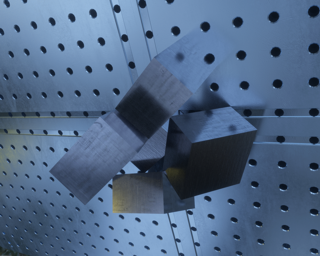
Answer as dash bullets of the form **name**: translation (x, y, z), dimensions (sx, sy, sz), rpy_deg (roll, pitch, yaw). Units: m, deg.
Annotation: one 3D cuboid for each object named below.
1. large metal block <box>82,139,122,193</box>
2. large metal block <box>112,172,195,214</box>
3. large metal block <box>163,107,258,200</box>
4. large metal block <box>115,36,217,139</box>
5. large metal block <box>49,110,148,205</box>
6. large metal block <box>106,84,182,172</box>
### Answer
- **large metal block**: translation (-0.085, 0.038, 0.443), dimensions (0.050, 0.080, 0.080), rpy_deg (44, 129, -2)
- **large metal block**: translation (-0.008, 0.088, 0.425), dimensions (0.080, 0.080, 0.050), rpy_deg (-9, 78, 32)
- **large metal block**: translation (0.054, 0.027, 0.355), dimensions (0.050, 0.081, 0.079), rpy_deg (-127, 35, -47)
- **large metal block**: translation (0.008, -0.046, 0.344), dimensions (0.050, 0.080, 0.080), rpy_deg (43, 129, -2)
- **large metal block**: translation (-0.061, 0.026, 0.343), dimensions (0.050, 0.080, 0.080), rpy_deg (44, 104, -2)
- **large metal block**: translation (-0.019, 0.000, 0.407), dimensions (0.080, 0.050, 0.080), rpy_deg (43, 129, -2)
